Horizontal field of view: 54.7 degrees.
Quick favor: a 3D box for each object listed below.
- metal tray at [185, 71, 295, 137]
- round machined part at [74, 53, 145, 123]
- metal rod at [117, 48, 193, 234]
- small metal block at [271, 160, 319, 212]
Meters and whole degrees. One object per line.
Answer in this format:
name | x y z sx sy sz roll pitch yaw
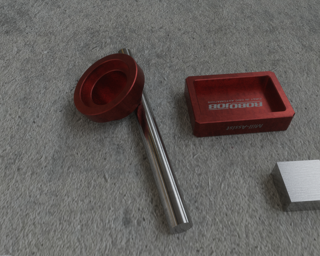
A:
metal tray | 0.105 -0.035 0.430 0.131 0.030 0.090 -4 50 -4
round machined part | -0.063 -0.049 0.416 0.098 0.042 0.098 -14 55 22
metal rod | -0.018 -0.008 0.409 0.025 0.025 0.300 -12 51 -10
small metal block | 0.161 0.065 0.350 0.050 0.025 0.050 -3 50 -3
